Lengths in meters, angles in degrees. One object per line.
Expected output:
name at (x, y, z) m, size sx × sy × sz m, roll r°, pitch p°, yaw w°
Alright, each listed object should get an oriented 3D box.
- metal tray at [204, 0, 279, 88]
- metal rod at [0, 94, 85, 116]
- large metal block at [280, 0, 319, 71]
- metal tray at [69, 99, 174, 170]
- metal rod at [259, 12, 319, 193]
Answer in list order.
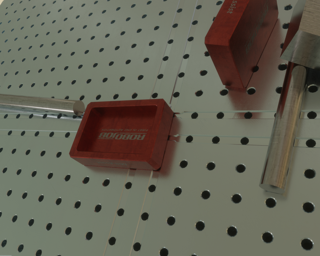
metal tray at (0.107, -0.127, 0.387) m, size 0.030 × 0.090 × 0.130 m, roll 16°, pitch 70°, yaw 34°
metal rod at (-0.257, -0.048, 0.569) m, size 0.300 × 0.025 × 0.025 m, roll 7°, pitch 65°, yaw 31°
large metal block at (0.189, -0.110, 0.340) m, size 0.080 × 0.050 × 0.080 m, roll 20°, pitch 69°, yaw 7°
metal tray at (-0.054, 0.007, 0.426) m, size 0.130 × 0.030 × 0.090 m, roll 0°, pitch 62°, yaw 27°
metal rod at (0.163, -0.069, 0.365) m, size 0.025 × 0.025 × 0.300 m, roll 8°, pitch 65°, yaw 31°
